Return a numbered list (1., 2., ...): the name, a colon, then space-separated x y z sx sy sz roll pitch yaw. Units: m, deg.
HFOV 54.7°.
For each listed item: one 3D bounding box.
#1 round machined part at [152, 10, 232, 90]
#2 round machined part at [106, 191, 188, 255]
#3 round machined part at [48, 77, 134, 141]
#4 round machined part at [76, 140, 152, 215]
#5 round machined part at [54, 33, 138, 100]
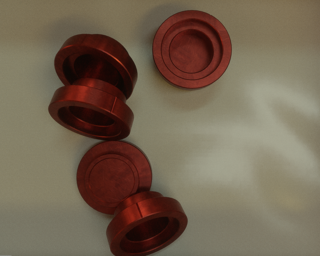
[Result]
1. round machined part: 0.040 -0.097 0.403 0.099 0.042 0.097 0 90 0
2. round machined part: -0.019 0.116 0.385 0.098 0.098 0.042 -29 48 0
3. round machined part: -0.079 -0.025 0.376 0.099 0.098 0.042 13 65 0
4. round machined part: -0.060 0.065 0.402 0.099 0.042 0.097 0 90 0
5. round machined part: -0.075 -0.076 0.384 0.099 0.097 0.042 16 54 0
